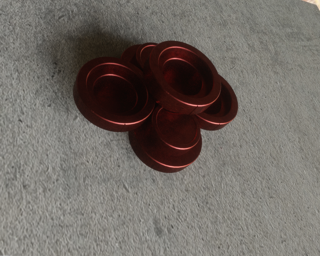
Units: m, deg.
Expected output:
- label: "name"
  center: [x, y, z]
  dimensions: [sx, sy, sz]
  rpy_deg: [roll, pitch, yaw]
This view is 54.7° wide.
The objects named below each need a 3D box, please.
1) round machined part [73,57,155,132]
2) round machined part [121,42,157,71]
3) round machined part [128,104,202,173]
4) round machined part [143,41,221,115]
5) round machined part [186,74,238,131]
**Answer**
- label: "round machined part"
  center: [-0.059, -0.037, 0.386]
  dimensions: [0.099, 0.042, 0.098]
  rpy_deg: [14, 56, -21]
- label: "round machined part"
  center: [-0.009, -0.082, 0.441]
  dimensions: [0.099, 0.042, 0.098]
  rpy_deg: [14, 56, -21]
- label: "round machined part"
  center: [0.013, 0.005, 0.400]
  dimensions: [0.099, 0.042, 0.098]
  rpy_deg: [14, 56, -21]
- label: "round machined part"
  center: [0.024, -0.058, 0.390]
  dimensions: [0.099, 0.042, 0.098]
  rpy_deg: [14, 56, -21]
- label: "round machined part"
  center: [0.061, -0.038, 0.453]
  dimensions: [0.099, 0.042, 0.098]
  rpy_deg: [14, 56, -21]
